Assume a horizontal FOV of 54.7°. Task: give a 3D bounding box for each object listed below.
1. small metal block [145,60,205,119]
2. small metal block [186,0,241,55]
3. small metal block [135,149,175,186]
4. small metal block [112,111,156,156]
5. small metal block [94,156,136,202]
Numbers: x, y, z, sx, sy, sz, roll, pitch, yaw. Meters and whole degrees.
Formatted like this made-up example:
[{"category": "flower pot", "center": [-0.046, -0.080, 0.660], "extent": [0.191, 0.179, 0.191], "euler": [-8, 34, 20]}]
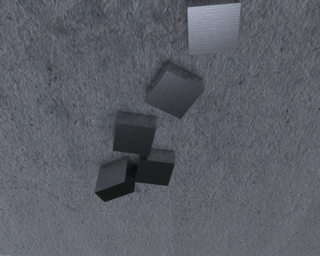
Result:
[{"category": "small metal block", "center": [0.017, -0.045, 0.369], "extent": [0.050, 0.025, 0.050], "euler": [24, 126, -20]}, {"category": "small metal block", "center": [0.053, -0.105, 0.318], "extent": [0.050, 0.025, 0.050], "euler": [-4, 130, 3]}, {"category": "small metal block", "center": [-0.008, 0.057, 0.456], "extent": [0.050, 0.025, 0.050], "euler": [8, 130, -7]}, {"category": "small metal block", "center": [-0.034, 0.008, 0.413], "extent": [0.050, 0.025, 0.050], "euler": [8, 130, -8]}, {"category": "small metal block", "center": [-0.064, 0.074, 0.453], "extent": [0.050, 0.050, 0.025], "euler": [-22, 126, 18]}]
